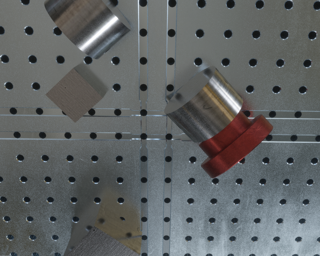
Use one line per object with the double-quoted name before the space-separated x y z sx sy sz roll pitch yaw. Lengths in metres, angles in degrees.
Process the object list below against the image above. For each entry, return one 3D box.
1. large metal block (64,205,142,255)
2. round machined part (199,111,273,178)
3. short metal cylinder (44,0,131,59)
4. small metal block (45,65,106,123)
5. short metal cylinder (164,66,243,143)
"large metal block" -0.085 0.177 0.464 0.080 0.050 0.080 38 106 -13
"round machined part" 0.087 0.015 0.385 0.098 0.098 0.042 -43 83 14
"short metal cylinder" -0.076 -0.123 0.338 0.050 0.080 0.080 -38 106 13
"small metal block" -0.107 -0.044 0.396 0.050 0.025 0.050 -40 106 13
"short metal cylinder" 0.052 -0.028 0.374 0.080 0.080 0.050 -41 105 13
